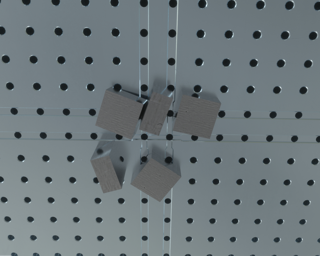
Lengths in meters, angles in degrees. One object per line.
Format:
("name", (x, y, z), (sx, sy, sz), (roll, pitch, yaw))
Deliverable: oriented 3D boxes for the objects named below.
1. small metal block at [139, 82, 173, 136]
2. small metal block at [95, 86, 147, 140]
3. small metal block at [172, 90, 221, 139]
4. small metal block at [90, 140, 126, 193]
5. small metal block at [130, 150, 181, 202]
("small metal block", (-0.005, -0.025, 0.391), (0.025, 0.050, 0.050), (18, 109, -7))
("small metal block", (-0.050, -0.020, 0.401), (0.050, 0.025, 0.050), (21, 109, 2))
("small metal block", (0.047, -0.018, 0.407), (0.050, 0.025, 0.050), (13, 110, -5))
("small metal block", (-0.069, 0.051, 0.418), (0.025, 0.050, 0.050), (-15, 110, 5))
("small metal block", (-0.006, 0.068, 0.438), (0.050, 0.025, 0.050), (34, 106, -12))
